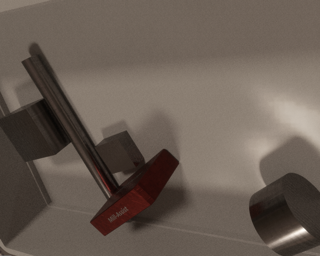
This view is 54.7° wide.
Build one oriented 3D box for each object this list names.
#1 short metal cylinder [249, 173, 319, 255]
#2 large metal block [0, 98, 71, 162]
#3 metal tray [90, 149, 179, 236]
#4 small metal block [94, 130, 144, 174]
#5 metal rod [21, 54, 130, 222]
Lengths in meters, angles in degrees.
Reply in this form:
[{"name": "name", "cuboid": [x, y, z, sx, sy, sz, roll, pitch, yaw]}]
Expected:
[{"name": "short metal cylinder", "cuboid": [0.150, 0.099, 0.355, 0.080, 0.080, 0.050, 42, 129, -1]}, {"name": "large metal block", "cuboid": [-0.197, 0.003, 0.495, 0.080, 0.050, 0.080, -14, 111, 33]}, {"name": "metal tray", "cuboid": [-0.037, 0.092, 0.441, 0.030, 0.090, 0.129, 45, 129, -3]}, {"name": "small metal block", "cuboid": [-0.061, 0.037, 0.462, 0.050, 0.025, 0.050, -20, 108, 35]}, {"name": "metal rod", "cuboid": [-0.121, 0.027, 0.487, 0.025, 0.025, 0.299, -15, 111, 34]}]
